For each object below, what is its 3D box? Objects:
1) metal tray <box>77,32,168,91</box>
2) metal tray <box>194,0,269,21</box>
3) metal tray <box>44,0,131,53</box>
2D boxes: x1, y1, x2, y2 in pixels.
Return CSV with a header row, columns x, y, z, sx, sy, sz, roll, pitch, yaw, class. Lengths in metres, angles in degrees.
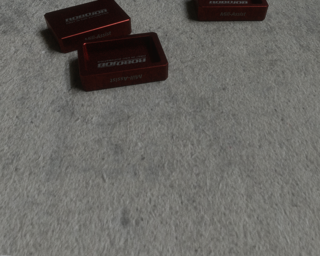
x,y,z,sx,sy,sz,roll,pitch,yaw,class
-0.060,-0.107,0.489,0.131,0.030,0.090,-10,51,-9,metal tray
0.136,-0.249,0.610,0.131,0.030,0.090,-1,50,-2,metal tray
-0.128,-0.187,0.556,0.131,0.030,0.090,-23,54,-19,metal tray
